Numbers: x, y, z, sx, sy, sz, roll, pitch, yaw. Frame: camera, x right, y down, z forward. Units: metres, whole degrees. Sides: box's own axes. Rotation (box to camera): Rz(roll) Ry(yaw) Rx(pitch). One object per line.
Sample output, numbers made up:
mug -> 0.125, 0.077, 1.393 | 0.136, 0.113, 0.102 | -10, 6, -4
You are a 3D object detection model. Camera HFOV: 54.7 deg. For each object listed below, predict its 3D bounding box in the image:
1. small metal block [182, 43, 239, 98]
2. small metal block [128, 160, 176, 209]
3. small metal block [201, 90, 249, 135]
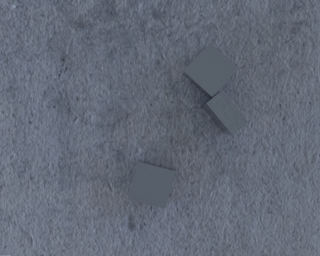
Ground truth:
small metal block -> 0.066, -0.075, 0.411 | 0.050, 0.025, 0.050 | 43, 90, -1
small metal block -> -0.011, 0.074, 0.410 | 0.050, 0.025, 0.050 | 15, 90, -1
small metal block -> 0.082, -0.019, 0.399 | 0.025, 0.050, 0.050 | -39, 91, 0
